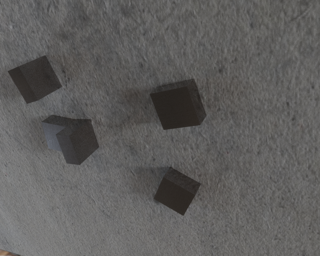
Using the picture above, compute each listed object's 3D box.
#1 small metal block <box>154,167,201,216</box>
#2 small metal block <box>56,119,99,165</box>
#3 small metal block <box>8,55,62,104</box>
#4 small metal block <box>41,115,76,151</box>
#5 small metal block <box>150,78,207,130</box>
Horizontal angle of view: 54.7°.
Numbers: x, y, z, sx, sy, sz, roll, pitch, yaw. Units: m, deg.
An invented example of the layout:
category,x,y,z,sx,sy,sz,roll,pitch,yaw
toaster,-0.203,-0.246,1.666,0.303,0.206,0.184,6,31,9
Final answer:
category,x,y,z,sx,sy,sz,roll,pitch,yaw
small metal block,0.025,0.092,0.450,0.050,0.025,0.050,28,128,10
small metal block,-0.122,0.020,0.465,0.025,0.050,0.050,3,120,27
small metal block,-0.175,-0.069,0.438,0.025,0.050,0.050,-11,113,32
small metal block,-0.155,0.010,0.492,0.050,0.025,0.050,11,123,22
small metal block,0.023,-0.028,0.377,0.050,0.025,0.050,-8,115,31
